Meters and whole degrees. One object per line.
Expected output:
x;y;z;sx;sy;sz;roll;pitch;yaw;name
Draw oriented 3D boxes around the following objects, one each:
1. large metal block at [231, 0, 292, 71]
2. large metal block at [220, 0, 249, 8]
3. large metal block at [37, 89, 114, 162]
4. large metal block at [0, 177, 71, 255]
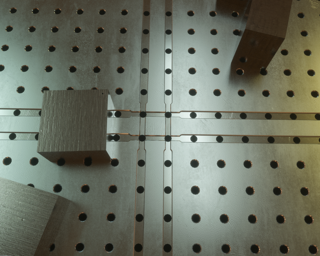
0.142;-0.140;0.435;0.050;0.080;0.080;16;71;5;large metal block
0.144;-0.239;0.488;0.080;0.050;0.080;20;71;7;large metal block
-0.104;-0.002;0.398;0.081;0.050;0.080;-1;70;-1;large metal block
-0.163;0.108;0.357;0.080;0.050;0.080;16;71;5;large metal block
